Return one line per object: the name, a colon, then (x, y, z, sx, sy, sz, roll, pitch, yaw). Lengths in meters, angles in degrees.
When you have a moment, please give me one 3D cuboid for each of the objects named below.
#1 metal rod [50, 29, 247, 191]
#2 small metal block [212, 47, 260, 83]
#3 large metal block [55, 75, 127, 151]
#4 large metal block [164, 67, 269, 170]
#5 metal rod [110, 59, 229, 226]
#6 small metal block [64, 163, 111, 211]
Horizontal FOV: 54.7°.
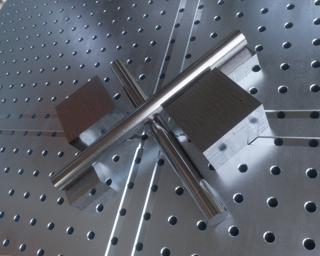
metal rod: (-0.015, -0.022, 0.397, 0.300, 0.025, 0.025, -38, 51, 2)
small metal block: (0.095, -0.088, 0.413, 0.050, 0.025, 0.050, -38, 51, 3)
large metal block: (-0.097, -0.018, 0.454, 0.080, 0.050, 0.080, -37, 51, 3)
large metal block: (0.066, -0.012, 0.365, 0.080, 0.050, 0.080, -40, 51, 1)
metal rod: (-0.005, -0.004, 0.412, 0.025, 0.025, 0.300, -37, 51, 4)
small metal block: (-0.101, 0.073, 0.417, 0.050, 0.025, 0.050, -39, 51, 2)
